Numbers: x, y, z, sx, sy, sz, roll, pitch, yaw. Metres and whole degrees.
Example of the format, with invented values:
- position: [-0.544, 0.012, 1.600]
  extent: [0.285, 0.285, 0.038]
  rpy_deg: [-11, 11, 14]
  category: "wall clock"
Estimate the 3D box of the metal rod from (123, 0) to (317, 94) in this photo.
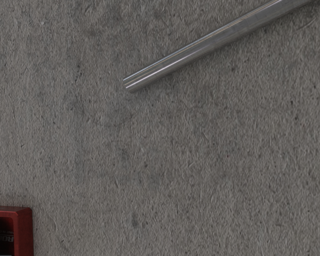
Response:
- position: [0.087, -0.117, 0.378]
  extent: [0.300, 0.025, 0.025]
  rpy_deg: [-24, 82, 18]
  category: "metal rod"

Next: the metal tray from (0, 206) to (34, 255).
- position: [-0.268, 0.174, 0.500]
  extent: [0.130, 0.030, 0.089]
  rpy_deg: [-3, 89, 19]
  category: "metal tray"
